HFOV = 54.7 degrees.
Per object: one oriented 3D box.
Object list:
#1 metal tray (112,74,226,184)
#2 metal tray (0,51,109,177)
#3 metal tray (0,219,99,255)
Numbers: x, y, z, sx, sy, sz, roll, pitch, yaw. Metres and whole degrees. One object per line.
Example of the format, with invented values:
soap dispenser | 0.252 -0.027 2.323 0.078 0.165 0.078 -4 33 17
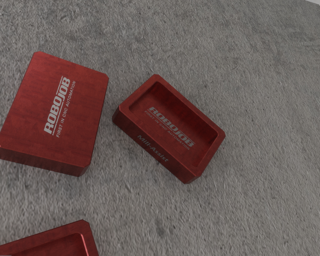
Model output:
metal tray | 0.015 -0.001 0.408 0.130 0.030 0.090 41 51 0
metal tray | -0.115 -0.018 0.350 0.091 0.030 0.130 17 55 -18
metal tray | -0.112 0.140 0.254 0.131 0.030 0.090 -10 67 -33
